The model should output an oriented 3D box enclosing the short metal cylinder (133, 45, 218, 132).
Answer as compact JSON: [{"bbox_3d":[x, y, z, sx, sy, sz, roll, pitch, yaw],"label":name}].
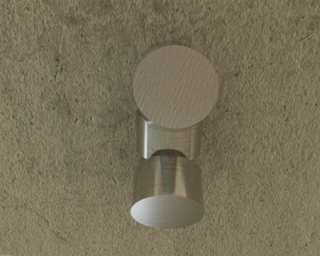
[{"bbox_3d":[0.014,-0.037,0.315,0.081,0.050,0.080,0,85,-1],"label":"short metal cylinder"}]

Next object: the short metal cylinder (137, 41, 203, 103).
[{"bbox_3d":[0.012,-0.063,0.375,0.081,0.050,0.079,0,110,0],"label":"short metal cylinder"}]

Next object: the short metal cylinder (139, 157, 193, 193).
[{"bbox_3d":[0.009,0.063,0.421,0.081,0.050,0.079,0,110,0],"label":"short metal cylinder"}]

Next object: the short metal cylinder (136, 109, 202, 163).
[{"bbox_3d":[0.011,0.003,0.383,0.081,0.080,0.050,1,110,-1],"label":"short metal cylinder"}]

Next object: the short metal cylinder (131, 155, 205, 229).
[{"bbox_3d":[0.009,0.075,0.355,0.080,0.050,0.080,1,138,1],"label":"short metal cylinder"}]
